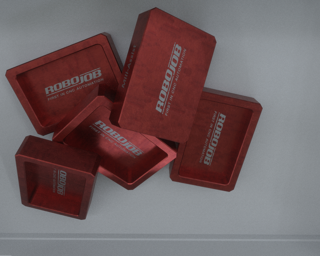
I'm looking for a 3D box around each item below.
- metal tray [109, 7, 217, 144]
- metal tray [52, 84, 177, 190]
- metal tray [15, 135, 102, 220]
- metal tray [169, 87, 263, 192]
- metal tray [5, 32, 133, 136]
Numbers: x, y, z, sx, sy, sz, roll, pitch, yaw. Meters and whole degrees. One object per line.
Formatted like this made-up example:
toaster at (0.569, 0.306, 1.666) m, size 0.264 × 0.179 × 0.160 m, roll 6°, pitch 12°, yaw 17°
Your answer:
metal tray at (0.005, -0.055, 0.350) m, size 0.091 × 0.030 × 0.129 m, roll 16°, pitch 91°, yaw -30°
metal tray at (-0.053, 0.017, 0.389) m, size 0.090 × 0.030 × 0.130 m, roll -40°, pitch 121°, yaw 20°
metal tray at (-0.131, 0.070, 0.400) m, size 0.091 × 0.030 × 0.129 m, roll 16°, pitch 138°, yaw -6°
metal tray at (0.070, 0.016, 0.414) m, size 0.091 × 0.030 × 0.129 m, roll 12°, pitch 110°, yaw -5°
metal tray at (-0.108, -0.054, 0.385) m, size 0.131 × 0.030 × 0.090 m, roll -19°, pitch 109°, yaw 6°
